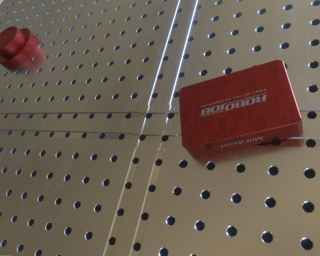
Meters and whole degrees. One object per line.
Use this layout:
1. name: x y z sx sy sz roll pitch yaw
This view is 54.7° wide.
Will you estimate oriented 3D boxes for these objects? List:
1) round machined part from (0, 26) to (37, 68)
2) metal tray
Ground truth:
1. round machined part: -0.322 -0.182 0.674 0.098 0.042 0.098 -13 56 20
2. metal tray: 0.090 -0.022 0.371 0.130 0.030 0.090 -14 56 19
